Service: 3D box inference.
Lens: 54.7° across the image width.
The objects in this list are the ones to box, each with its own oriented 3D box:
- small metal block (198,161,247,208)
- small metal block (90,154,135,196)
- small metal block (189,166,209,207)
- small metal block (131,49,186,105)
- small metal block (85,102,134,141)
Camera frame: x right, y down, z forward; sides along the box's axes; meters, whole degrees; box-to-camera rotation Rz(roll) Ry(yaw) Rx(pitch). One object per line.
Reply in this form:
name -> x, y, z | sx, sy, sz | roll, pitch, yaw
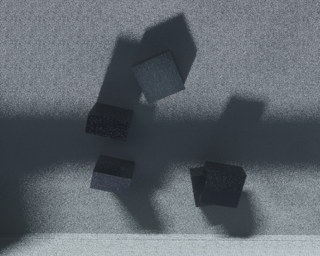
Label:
small metal block -> 0.082, 0.075, 0.413 | 0.050, 0.025, 0.050 | 9, 110, -4
small metal block -> -0.063, 0.063, 0.420 | 0.050, 0.050, 0.025 | 13, 110, -5
small metal block -> 0.071, 0.082, 0.442 | 0.050, 0.025, 0.050 | -9, 110, 3
small metal block -> -0.002, -0.064, 0.387 | 0.050, 0.025, 0.050 | -22, 109, 8
small metal block -> -0.063, -0.009, 0.394 | 0.050, 0.050, 0.025 | 13, 110, -5
